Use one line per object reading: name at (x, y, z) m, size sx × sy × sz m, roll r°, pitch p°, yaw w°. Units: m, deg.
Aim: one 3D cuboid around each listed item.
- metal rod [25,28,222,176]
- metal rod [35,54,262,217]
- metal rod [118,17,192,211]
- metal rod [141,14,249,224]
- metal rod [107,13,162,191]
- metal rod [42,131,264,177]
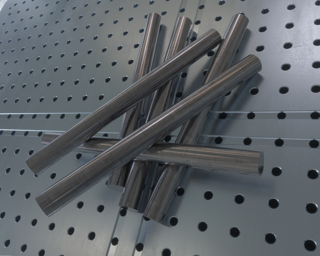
metal rod at (-0.038, -0.041, 0.408) m, size 0.301 × 0.025 × 0.025 m, roll -37°, pitch 50°, yaw -12°
metal rod at (0.002, -0.003, 0.352) m, size 0.301 × 0.025 × 0.025 m, roll -34°, pitch 49°, yaw -18°
metal rod at (0.000, -0.035, 0.430) m, size 0.025 × 0.025 × 0.300 m, roll 2°, pitch 62°, yaw 29°
metal rod at (0.053, -0.025, 0.396) m, size 0.025 × 0.025 × 0.300 m, roll 14°, pitch 68°, yaw 34°
metal rod at (-0.032, -0.056, 0.460) m, size 0.025 × 0.025 × 0.300 m, roll -5°, pitch 59°, yaw 26°
metal rod at (-0.032, 0.026, 0.376) m, size 0.300 × 0.025 × 0.025 m, roll 4°, pitch 64°, yaw 30°
